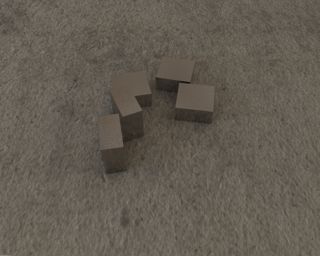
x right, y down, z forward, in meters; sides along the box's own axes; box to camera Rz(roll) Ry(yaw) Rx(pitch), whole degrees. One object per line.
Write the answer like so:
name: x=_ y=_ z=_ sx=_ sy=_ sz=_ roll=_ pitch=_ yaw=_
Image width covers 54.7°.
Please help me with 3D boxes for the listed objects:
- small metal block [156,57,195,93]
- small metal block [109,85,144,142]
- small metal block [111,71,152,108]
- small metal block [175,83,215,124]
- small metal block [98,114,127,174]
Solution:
small metal block: x=0.024 y=-0.080 z=0.471 sx=0.050 sy=0.025 sz=0.050 roll=9 pitch=51 yaw=7
small metal block: x=-0.043 y=-0.019 z=0.402 sx=0.025 sy=0.050 sz=0.050 roll=-19 pitch=53 yaw=-15
small metal block: x=-0.042 y=-0.054 z=0.448 sx=0.050 sy=0.025 sz=0.050 roll=-9 pitch=51 yaw=-8
small metal block: x=0.049 y=-0.035 z=0.433 sx=0.050 sy=0.025 sz=0.050 roll=7 pitch=50 yaw=5
small metal block: x=-0.057 y=0.019 z=0.370 sx=0.025 sy=0.050 sz=0.050 roll=-8 pitch=51 yaw=-7
